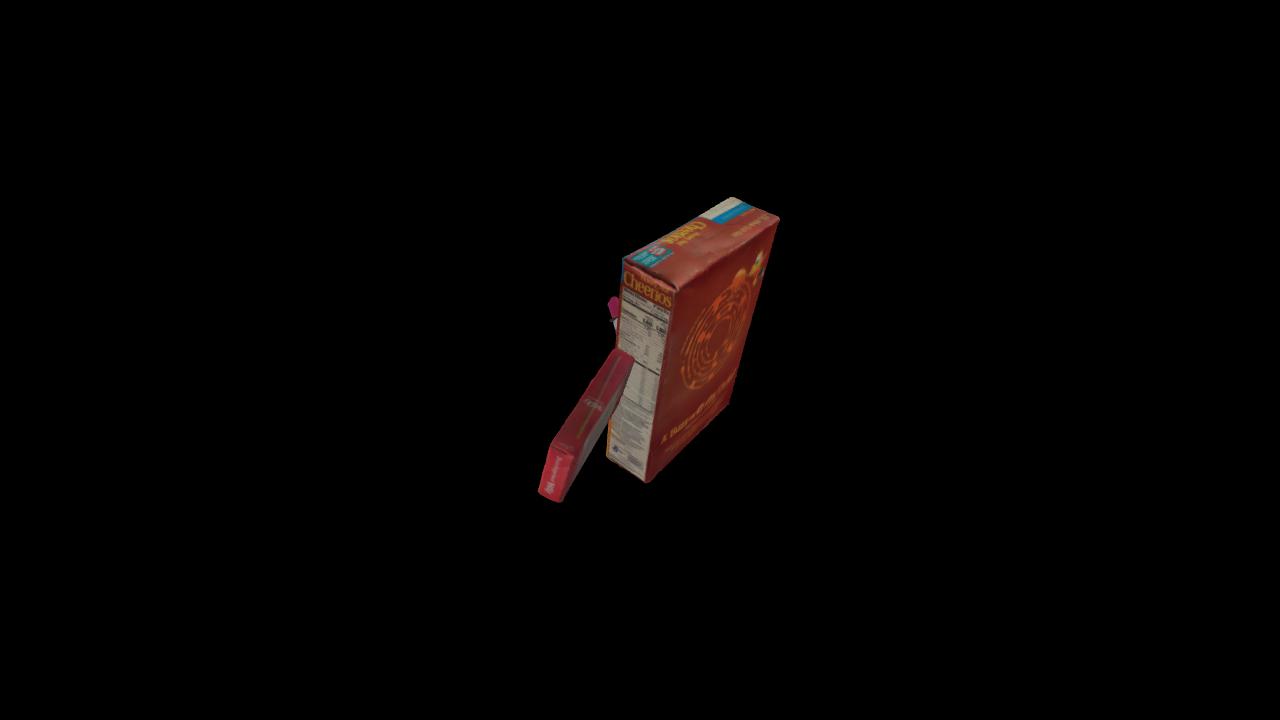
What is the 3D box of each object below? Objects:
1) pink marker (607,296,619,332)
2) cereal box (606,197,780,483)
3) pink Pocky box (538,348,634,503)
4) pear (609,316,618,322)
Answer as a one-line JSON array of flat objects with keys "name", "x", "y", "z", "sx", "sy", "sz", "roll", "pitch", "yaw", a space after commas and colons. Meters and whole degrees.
[{"name": "pink marker", "x": -0.017, "y": -0.021, "z": 0.728, "sx": 0.020, "sy": 0.121, "sz": 0.020, "roll": -14, "pitch": -20, "yaw": -5}, {"name": "cereal box", "x": 0.056, "y": -0.020, "z": 0.740, "sx": 0.081, "sy": 0.306, "sz": 0.203, "roll": 30, "pitch": 47, "yaw": 25}, {"name": "pink Pocky box", "x": -0.053, "y": 0.064, "z": 0.633, "sx": 0.029, "sy": 0.084, "sz": 0.155, "roll": 25, "pitch": 45, "yaw": 5}, {"name": "pear", "x": 0.010, "y": -0.063, "z": 0.702, "sx": 0.111, "sy": 0.080, "sz": 0.080, "roll": -13, "pitch": 4, "yaw": -19}]
